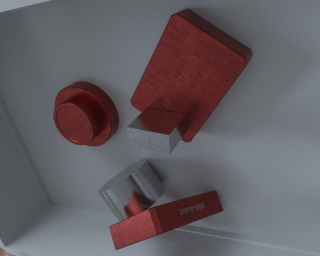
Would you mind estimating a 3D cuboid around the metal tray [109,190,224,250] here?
[{"bbox_3d":[0.011,0.120,0.410,0.090,0.131,0.030,-35,67,38],"label":"metal tray"}]

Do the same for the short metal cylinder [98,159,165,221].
[{"bbox_3d":[-0.040,0.088,0.444,0.080,0.080,0.050,-29,97,37],"label":"short metal cylinder"}]

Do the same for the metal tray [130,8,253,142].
[{"bbox_3d":[0.030,-0.055,0.355,0.090,0.030,0.129,35,129,4],"label":"metal tray"}]

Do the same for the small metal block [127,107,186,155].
[{"bbox_3d":[-0.002,0.002,0.354,0.050,0.050,0.025,11,123,22],"label":"small metal block"}]

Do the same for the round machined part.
[{"bbox_3d":[-0.113,-0.014,0.446,0.098,0.042,0.097,13,124,20],"label":"round machined part"}]
